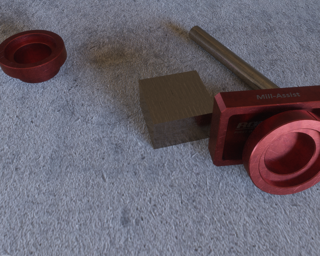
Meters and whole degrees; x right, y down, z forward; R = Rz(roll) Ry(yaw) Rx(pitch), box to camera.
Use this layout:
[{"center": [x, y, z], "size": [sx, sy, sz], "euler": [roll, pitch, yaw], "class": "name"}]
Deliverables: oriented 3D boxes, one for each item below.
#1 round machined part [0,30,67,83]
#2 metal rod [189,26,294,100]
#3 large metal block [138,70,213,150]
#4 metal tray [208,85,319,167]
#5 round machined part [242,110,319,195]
[{"center": [-0.194, -0.107, 0.479], "size": [0.099, 0.042, 0.098], "euler": [0, 50, 0], "class": "round machined part"}, {"center": [0.143, -0.073, 0.466], "size": [0.025, 0.025, 0.300], "euler": [-27, 55, -21], "class": "metal rod"}, {"center": [0.021, -0.026, 0.409], "size": [0.081, 0.050, 0.080], "euler": [-11, 51, -10], "class": "large metal block"}, {"center": [0.127, -0.001, 0.361], "size": [0.131, 0.089, 0.030], "euler": [-5, 41, -4], "class": "metal tray"}, {"center": [0.139, 0.023, 0.343], "size": [0.099, 0.097, 0.042], "euler": [-5, 30, -4], "class": "round machined part"}]
